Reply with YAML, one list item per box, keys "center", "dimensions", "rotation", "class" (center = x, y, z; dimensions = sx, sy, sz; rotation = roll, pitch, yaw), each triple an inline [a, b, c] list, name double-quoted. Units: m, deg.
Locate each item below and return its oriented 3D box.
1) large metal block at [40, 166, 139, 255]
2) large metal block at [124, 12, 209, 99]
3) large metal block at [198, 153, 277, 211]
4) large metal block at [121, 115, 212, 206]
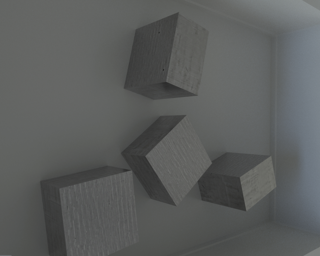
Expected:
- center: [-0.073, 0.090, 0.329]
  dimensions: [0.081, 0.050, 0.079]
  rotation: [-9, 96, -40]
  class: "large metal block"
- center: [0.007, -0.082, 0.376]
  dimensions: [0.050, 0.080, 0.080]
  rotation: [17, 79, -39]
  class: "large metal block"
- center: [0.114, 0.076, 0.466]
  dimensions: [0.081, 0.080, 0.050]
  rotation: [-22, 104, -38]
  class: "large metal block"
- center: [0.011, 0.039, 0.399]
  dimensions: [0.080, 0.050, 0.080]
  rotation: [-44, 117, -31]
  class: "large metal block"
